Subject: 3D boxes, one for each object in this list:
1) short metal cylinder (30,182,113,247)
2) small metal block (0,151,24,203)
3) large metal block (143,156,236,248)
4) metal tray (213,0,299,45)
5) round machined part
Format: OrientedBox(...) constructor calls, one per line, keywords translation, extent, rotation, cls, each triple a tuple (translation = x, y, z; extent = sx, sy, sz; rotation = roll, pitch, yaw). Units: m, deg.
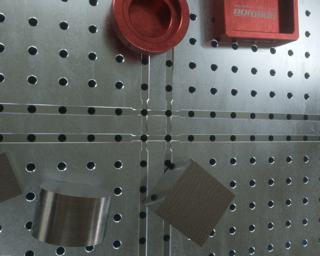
OrientedBox(translation=(-0.098, 0.094, 0.348), extent=(0.081, 0.080, 0.050), rotation=(11, 87, -20), cls="short metal cylinder")
OrientedBox(translation=(-0.187, 0.058, 0.344), extent=(0.050, 0.025, 0.050), rotation=(-21, 97, -19), cls="small metal block")
OrientedBox(translation=(0.038, 0.095, 0.413), extent=(0.080, 0.050, 0.080), rotation=(41, 77, -16), cls="large metal block")
OrientedBox(translation=(0.144, -0.174, 0.462), extent=(0.131, 0.030, 0.089), rotation=(-3, 91, -20), cls="metal tray")
OrientedBox(translation=(-0.015, -0.142, 0.398), extent=(0.099, 0.042, 0.097), rotation=(0, 90, -20), cls="round machined part")
